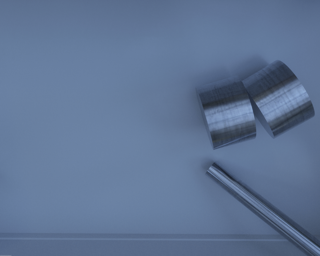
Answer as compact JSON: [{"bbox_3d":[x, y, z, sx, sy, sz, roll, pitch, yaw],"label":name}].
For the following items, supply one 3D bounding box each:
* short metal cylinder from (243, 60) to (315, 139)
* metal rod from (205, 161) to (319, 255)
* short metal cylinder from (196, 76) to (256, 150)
[{"bbox_3d":[0.138,-0.034,0.372,0.050,0.080,0.080,-31,107,10],"label":"short metal cylinder"},{"bbox_3d":[0.185,0.145,0.396,0.300,0.025,0.025,38,107,15],"label":"metal rod"},{"bbox_3d":[0.078,-0.018,0.376,0.050,0.080,0.080,-16,110,5],"label":"short metal cylinder"}]
